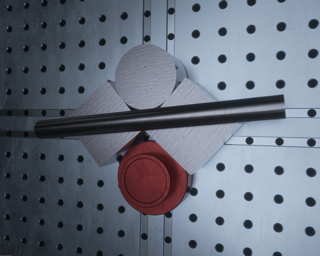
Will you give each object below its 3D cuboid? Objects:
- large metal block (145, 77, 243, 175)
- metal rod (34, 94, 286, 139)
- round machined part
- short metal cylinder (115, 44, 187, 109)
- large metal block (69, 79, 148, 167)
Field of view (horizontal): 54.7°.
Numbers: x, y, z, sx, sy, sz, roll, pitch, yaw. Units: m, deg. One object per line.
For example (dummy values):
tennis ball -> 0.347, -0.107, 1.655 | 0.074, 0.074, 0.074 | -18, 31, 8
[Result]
large metal block -> 0.041, -0.003, 0.378 | 0.080, 0.050, 0.080 | 44, 105, 14
metal rod -> -0.017, -0.009, 0.359 | 0.301, 0.025, 0.025 | -5, 89, 20
round machined part -> -0.012, 0.065, 0.403 | 0.098, 0.042, 0.097 | 0, 90, 19
short metal cylinder -> -0.010, -0.062, 0.399 | 0.080, 0.050, 0.079 | 0, 90, 20
large metal block -> -0.064, -0.006, 0.418 | 0.080, 0.050, 0.080 | -41, 79, 15
